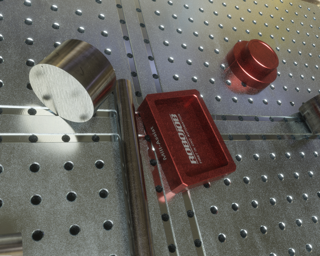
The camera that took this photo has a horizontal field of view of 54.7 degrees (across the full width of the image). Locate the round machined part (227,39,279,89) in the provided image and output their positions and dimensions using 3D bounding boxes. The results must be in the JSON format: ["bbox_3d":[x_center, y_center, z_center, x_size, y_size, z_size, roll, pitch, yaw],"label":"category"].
[{"bbox_3d":[0.176,-0.123,0.567,0.099,0.042,0.098,14,56,-21],"label":"round machined part"}]

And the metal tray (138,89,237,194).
[{"bbox_3d":[0.035,0.012,0.415,0.091,0.030,0.130,-10,67,-33],"label":"metal tray"}]

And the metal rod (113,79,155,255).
[{"bbox_3d":[-0.028,0.073,0.348,0.025,0.025,0.299,4,60,-26],"label":"metal rod"}]

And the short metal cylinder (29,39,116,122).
[{"bbox_3d":[-0.097,-0.053,0.352,0.080,0.080,0.050,34,51,-6],"label":"short metal cylinder"}]

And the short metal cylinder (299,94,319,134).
[{"bbox_3d":[0.298,-0.029,0.551,0.081,0.080,0.050,-7,66,-32],"label":"short metal cylinder"}]

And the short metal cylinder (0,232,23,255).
[{"bbox_3d":[-0.132,0.121,0.228,0.050,0.080,0.080,3,61,-27],"label":"short metal cylinder"}]
